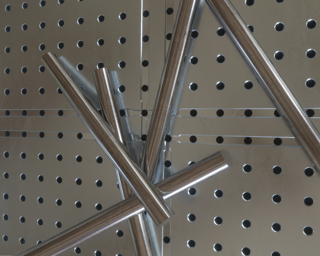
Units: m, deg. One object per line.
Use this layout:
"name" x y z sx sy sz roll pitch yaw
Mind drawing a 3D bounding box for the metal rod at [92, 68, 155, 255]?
"metal rod" -0.048 0.063 0.428 0.025 0.025 0.298 -16 85 19

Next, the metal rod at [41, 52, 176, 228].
"metal rod" -0.081 0.001 0.413 0.025 0.025 0.300 -46 67 14

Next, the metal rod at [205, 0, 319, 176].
"metal rod" 0.140 -0.040 0.363 0.025 0.025 0.299 -33 80 17

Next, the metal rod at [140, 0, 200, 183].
"metal rod" 0.015 -0.067 0.406 0.025 0.025 0.298 16 95 19

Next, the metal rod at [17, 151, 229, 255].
"metal rod" -0.052 0.110 0.400 0.301 0.025 0.025 -28 81 6
